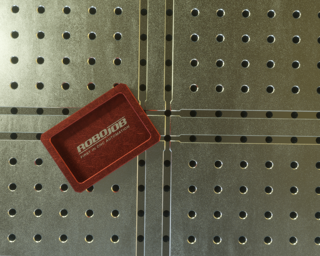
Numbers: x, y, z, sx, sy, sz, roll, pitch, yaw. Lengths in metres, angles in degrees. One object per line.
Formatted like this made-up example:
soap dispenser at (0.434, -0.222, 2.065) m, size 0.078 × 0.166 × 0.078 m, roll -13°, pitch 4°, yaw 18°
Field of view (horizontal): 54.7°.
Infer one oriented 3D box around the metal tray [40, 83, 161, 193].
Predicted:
metal tray at (-0.076, 0.013, 0.409) m, size 0.130 × 0.030 × 0.090 m, roll -33°, pitch 90°, yaw -1°
